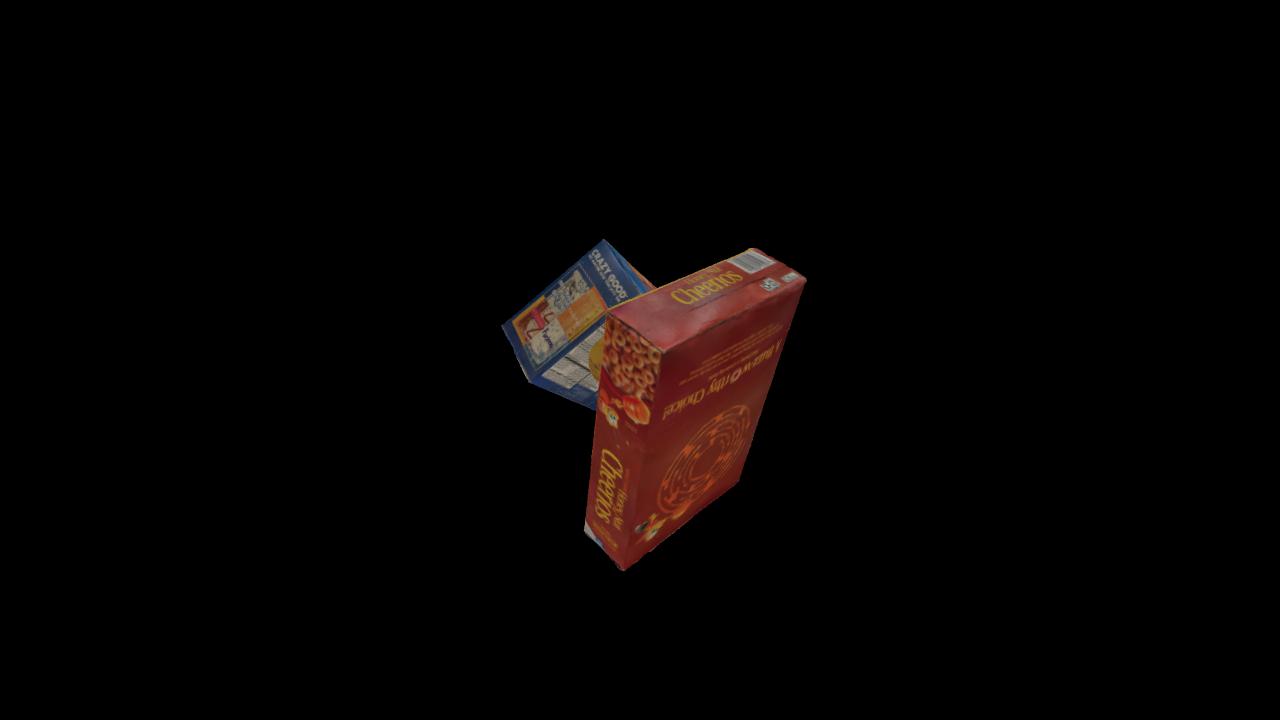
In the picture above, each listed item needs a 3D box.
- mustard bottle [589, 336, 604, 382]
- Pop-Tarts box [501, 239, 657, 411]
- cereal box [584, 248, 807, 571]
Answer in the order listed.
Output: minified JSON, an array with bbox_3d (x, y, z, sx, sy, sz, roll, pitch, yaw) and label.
[{"bbox_3d":[-0.045,-0.009,0.638,0.184,0.054,0.092,19,-26,46],"label":"mustard bottle"},{"bbox_3d":[-0.035,-0.026,0.661,0.141,0.083,0.167,-38,-29,11],"label":"Pop-Tarts box"},{"bbox_3d":[0.047,0.056,0.633,0.203,0.306,0.081,-27,51,-36],"label":"cereal box"}]
